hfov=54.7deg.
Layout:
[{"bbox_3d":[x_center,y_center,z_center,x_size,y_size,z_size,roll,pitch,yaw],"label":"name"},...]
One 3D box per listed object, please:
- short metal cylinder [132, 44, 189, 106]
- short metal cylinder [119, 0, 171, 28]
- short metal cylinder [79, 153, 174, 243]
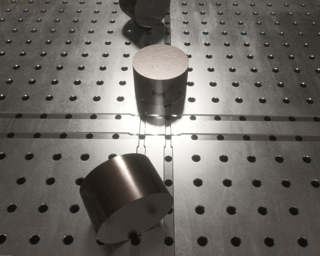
[{"bbox_3d":[0.001,-0.079,0.458,0.081,0.050,0.080,0,50,0],"label":"short metal cylinder"},{"bbox_3d":[-0.027,-0.233,0.567,0.081,0.080,0.050,-30,57,-23],"label":"short metal cylinder"},{"bbox_3d":[-0.034,0.071,0.312,0.081,0.080,0.050,-22,54,-18],"label":"short metal cylinder"}]
